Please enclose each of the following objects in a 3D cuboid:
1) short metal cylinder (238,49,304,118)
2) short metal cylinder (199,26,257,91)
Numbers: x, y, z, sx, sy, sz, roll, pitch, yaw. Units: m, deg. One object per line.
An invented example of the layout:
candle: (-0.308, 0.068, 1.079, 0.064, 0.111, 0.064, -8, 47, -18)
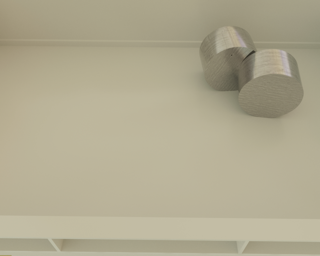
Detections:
short metal cylinder: (0.147, -0.059, 0.420, 0.080, 0.080, 0.050, 6, 51, 5)
short metal cylinder: (0.101, -0.100, 0.454, 0.081, 0.080, 0.050, -3, 50, -3)
